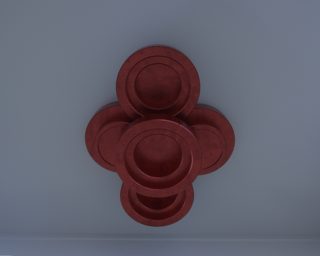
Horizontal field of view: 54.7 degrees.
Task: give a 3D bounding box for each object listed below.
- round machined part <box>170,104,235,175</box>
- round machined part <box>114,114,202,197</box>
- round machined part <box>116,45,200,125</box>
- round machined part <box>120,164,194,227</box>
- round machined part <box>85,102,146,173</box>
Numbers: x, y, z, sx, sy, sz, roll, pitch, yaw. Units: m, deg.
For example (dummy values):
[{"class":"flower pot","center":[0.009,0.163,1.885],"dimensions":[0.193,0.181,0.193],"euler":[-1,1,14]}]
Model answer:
[{"class":"round machined part","center":[0.050,0.020,0.408],"dimensions":[0.099,0.042,0.097],"euler":[0,110,-1]},{"class":"round machined part","center":[-0.002,0.029,0.366],"dimensions":[0.099,0.042,0.097],"euler":[0,110,-1]},{"class":"round machined part","center":[-0.002,-0.053,0.380],"dimensions":[0.099,0.042,0.097],"euler":[0,110,-1]},{"class":"round machined part","center":[-0.004,0.085,0.431],"dimensions":[0.099,0.042,0.097],"euler":[0,110,-1]},{"class":"round machined part","center":[-0.049,0.017,0.406],"dimensions":[0.099,0.042,0.097],"euler":[0,110,-1]}]
